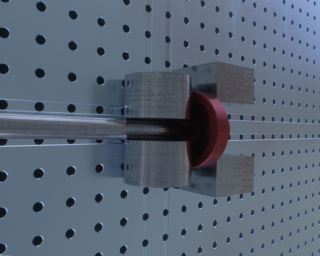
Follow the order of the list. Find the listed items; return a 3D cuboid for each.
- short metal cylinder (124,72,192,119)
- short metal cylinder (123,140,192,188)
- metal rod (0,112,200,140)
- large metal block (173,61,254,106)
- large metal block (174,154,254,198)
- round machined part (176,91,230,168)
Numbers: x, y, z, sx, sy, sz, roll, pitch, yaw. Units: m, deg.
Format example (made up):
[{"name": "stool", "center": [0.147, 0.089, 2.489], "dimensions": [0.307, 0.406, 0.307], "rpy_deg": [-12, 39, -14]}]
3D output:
[{"name": "short metal cylinder", "center": [-0.002, -0.036, 0.371], "dimensions": [0.081, 0.080, 0.050], "rpy_deg": [1, 90, -40]}, {"name": "short metal cylinder", "center": [-0.003, 0.039, 0.370], "dimensions": [0.081, 0.080, 0.050], "rpy_deg": [2, 90, -40]}, {"name": "metal rod", "center": [-0.076, 0.000, 0.330], "dimensions": [0.302, 0.025, 0.025], "rpy_deg": [2, 89, -36]}, {"name": "large metal block", "center": [0.075, -0.058, 0.437], "dimensions": [0.081, 0.080, 0.050], "rpy_deg": [0, 91, -40]}, {"name": "large metal block", "center": [0.074, 0.062, 0.437], "dimensions": [0.081, 0.080, 0.050], "rpy_deg": [3, 88, -40]}, {"name": "round machined part", "center": [0.051, 0.002, 0.404], "dimensions": [0.042, 0.098, 0.097], "rpy_deg": [1, 90, -40]}]
